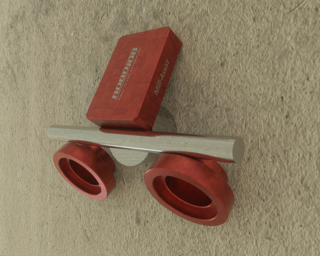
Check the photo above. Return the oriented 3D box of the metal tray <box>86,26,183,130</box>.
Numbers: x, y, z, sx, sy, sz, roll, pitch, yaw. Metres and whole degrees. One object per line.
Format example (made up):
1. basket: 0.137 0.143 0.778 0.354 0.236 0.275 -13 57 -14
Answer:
1. metal tray: -0.033 -0.062 0.393 0.090 0.030 0.130 3 66 39

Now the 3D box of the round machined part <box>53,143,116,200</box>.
1. round machined part: -0.105 0.058 0.459 0.098 0.042 0.097 22 140 20

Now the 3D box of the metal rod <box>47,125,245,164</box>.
1. metal rod: -0.044 0.014 0.377 0.300 0.025 0.025 3 92 39

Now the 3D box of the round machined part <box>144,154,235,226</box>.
1. round machined part: 0.035 0.061 0.342 0.098 0.042 0.097 22 144 18

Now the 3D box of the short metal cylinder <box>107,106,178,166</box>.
1. short metal cylinder: -0.024 0.008 0.408 0.080 0.050 0.079 0 90 39
